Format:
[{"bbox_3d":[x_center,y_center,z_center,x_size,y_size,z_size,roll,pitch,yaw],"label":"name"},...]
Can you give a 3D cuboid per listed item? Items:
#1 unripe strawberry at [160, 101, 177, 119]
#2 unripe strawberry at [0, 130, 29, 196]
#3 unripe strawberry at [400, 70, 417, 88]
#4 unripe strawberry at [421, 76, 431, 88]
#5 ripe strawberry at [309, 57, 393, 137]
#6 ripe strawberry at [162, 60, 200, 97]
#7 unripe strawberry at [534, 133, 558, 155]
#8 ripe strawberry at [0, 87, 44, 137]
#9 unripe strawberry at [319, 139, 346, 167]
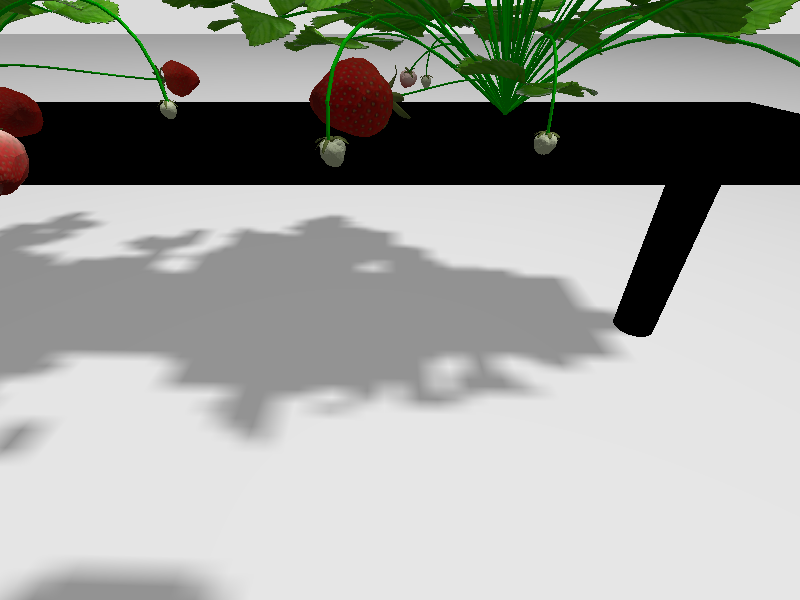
[{"bbox_3d":[-0.155,-0.127,0.268,0.010,0.011,0.011,9,36,12],"label":"unripe strawberry"},{"bbox_3d":[-0.173,-0.057,0.166,0.031,0.031,0.027,-31,-10,-37],"label":"unripe strawberry"},{"bbox_3d":[0.009,-0.244,0.443,0.019,0.017,0.017,-16,-20,-21],"label":"unripe strawberry"},{"bbox_3d":[0.027,-0.228,0.418,0.011,0.011,0.010,-15,38,-20],"label":"unripe strawberry"},{"bbox_3d":[-0.030,-0.123,0.245,0.049,0.042,0.049,-22,40,-27],"label":"ripe strawberry"},{"bbox_3d":[-0.217,-0.220,0.398,0.032,0.031,0.030,-21,40,-28],"label":"ripe strawberry"},{"bbox_3d":[0.070,-0.076,0.195,0.011,0.010,0.010,3,35,5],"label":"unripe strawberry"},{"bbox_3d":[-0.240,-0.115,0.246,0.034,0.029,0.034,21,40,26],"label":"ripe strawberry"},{"bbox_3d":[-0.034,-0.074,0.202,0.015,0.013,0.013,25,42,32],"label":"unripe strawberry"}]
